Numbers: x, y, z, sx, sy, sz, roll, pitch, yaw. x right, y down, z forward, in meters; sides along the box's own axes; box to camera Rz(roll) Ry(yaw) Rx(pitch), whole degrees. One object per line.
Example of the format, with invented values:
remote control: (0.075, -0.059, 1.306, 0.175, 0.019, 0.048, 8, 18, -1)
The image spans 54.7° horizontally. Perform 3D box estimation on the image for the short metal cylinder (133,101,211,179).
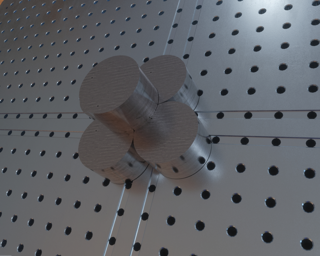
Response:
short metal cylinder: (0.016, 0.015, 0.373, 0.080, 0.050, 0.080, -13, 56, 20)

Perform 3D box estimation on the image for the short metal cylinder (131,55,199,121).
short metal cylinder: (0.007, -0.051, 0.418, 0.080, 0.050, 0.080, -13, 56, 20)

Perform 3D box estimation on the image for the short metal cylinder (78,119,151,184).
short metal cylinder: (-0.058, 0.026, 0.404, 0.080, 0.050, 0.080, -13, 56, 20)

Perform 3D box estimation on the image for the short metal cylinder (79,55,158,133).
short metal cylinder: (-0.049, -0.040, 0.374, 0.080, 0.050, 0.080, -12, 58, 20)

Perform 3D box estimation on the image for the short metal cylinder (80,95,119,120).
short metal cylinder: (-0.067, -0.039, 0.449, 0.080, 0.050, 0.080, -13, 56, 20)
